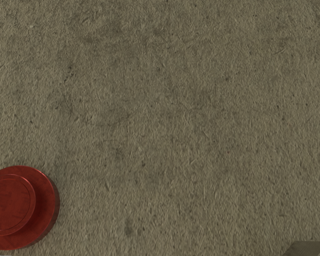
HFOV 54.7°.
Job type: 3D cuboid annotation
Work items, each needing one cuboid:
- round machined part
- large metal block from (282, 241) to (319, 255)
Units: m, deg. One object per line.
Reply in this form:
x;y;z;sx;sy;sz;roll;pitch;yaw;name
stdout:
-0.173;0.091;0.364;0.099;0.042;0.098;0;70;-1;round machined part
0.151;0.166;0.320;0.080;0.080;0.050;-42;76;-14;large metal block
